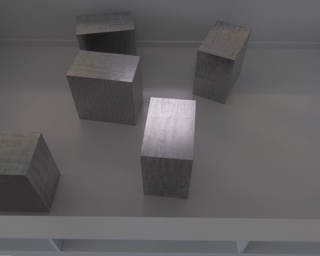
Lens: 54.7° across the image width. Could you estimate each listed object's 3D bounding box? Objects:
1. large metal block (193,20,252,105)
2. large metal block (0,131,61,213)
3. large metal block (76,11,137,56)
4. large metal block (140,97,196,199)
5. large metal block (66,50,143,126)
[{"bbox_3d":[0.089,-0.095,0.450,0.050,0.080,0.080,20,53,16],"label":"large metal block"},{"bbox_3d":[-0.161,0.048,0.328,0.080,0.080,0.050,2,50,1],"label":"large metal block"},{"bbox_3d":[-0.079,-0.126,0.475,0.081,0.080,0.050,-8,51,-6],"label":"large metal block"},{"bbox_3d":[0.011,0.023,0.350,0.050,0.080,0.080,5,50,4],"label":"large metal block"},{"bbox_3d":[-0.069,-0.052,0.412,0.080,0.080,0.050,7,51,6],"label":"large metal block"}]
